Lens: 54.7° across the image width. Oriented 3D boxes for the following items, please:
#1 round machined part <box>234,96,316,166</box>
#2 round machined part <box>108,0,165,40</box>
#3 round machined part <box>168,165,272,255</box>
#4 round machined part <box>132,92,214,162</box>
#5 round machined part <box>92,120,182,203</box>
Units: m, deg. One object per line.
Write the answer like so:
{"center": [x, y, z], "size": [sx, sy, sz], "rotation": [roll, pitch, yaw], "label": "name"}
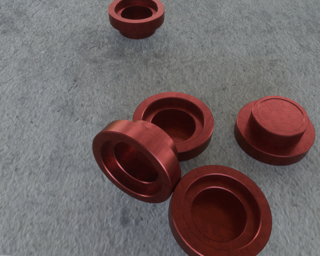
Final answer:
{"center": [0.149, -0.004, 0.397], "size": [0.099, 0.042, 0.098], "rotation": [0, 50, 0], "label": "round machined part"}
{"center": [-0.041, -0.196, 0.556], "size": [0.099, 0.042, 0.098], "rotation": [0, 50, 0], "label": "round machined part"}
{"center": [0.057, 0.090, 0.312], "size": [0.099, 0.042, 0.098], "rotation": [4, 53, -6], "label": "round machined part"}
{"center": [0.016, 0.003, 0.390], "size": [0.099, 0.042, 0.098], "rotation": [0, 50, 0], "label": "round machined part"}
{"center": [-0.020, 0.031, 0.331], "size": [0.098, 0.097, 0.042], "rotation": [25, 48, 19], "label": "round machined part"}
